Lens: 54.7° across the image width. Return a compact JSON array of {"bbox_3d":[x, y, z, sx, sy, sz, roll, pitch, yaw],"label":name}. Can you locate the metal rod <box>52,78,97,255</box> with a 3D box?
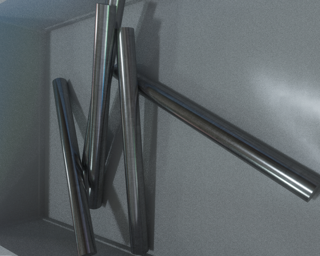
[{"bbox_3d":[-0.137,0.044,0.481,0.025,0.025,0.299,-39,56,33],"label":"metal rod"}]

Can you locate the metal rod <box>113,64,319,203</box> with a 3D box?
[{"bbox_3d":[0.042,-0.013,0.370,0.300,0.025,0.025,35,112,34],"label":"metal rod"}]

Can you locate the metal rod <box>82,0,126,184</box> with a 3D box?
[{"bbox_3d":[-0.088,-0.041,0.449,0.025,0.025,0.298,30,117,35],"label":"metal rod"}]

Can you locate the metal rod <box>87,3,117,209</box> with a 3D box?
[{"bbox_3d":[-0.085,-0.014,0.433,0.025,0.025,0.298,27,119,36],"label":"metal rod"}]

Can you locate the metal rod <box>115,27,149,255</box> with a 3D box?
[{"bbox_3d":[-0.037,0.021,0.413,0.025,0.025,0.298,1,98,39],"label":"metal rod"}]
